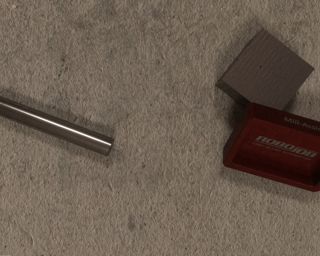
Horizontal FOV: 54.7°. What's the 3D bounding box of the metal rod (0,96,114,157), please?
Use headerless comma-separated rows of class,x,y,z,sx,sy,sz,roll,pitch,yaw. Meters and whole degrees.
metal rod,-0.206,-0.027,0.407,0.301,0.025,0.025,21,90,-1

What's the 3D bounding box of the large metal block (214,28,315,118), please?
large metal block,0.131,-0.065,0.399,0.080,0.050,0.080,38,90,-1

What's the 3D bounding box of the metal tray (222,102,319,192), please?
metal tray,0.154,0.027,0.382,0.131,0.030,0.089,16,134,-1
